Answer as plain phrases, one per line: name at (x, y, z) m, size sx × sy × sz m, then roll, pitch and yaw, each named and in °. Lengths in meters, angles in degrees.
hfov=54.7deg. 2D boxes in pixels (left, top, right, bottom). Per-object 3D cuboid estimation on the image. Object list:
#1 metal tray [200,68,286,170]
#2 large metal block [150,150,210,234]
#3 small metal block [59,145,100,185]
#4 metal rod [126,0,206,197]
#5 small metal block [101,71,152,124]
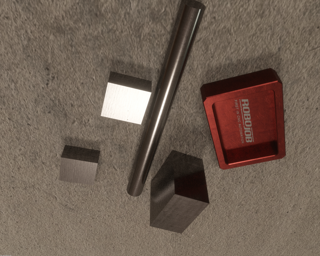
metal tray at (0.110, -0.006, 0.400) m, size 0.090 × 0.030 × 0.129 m, roll -13°, pitch 129°, yaw 10°
large metal block at (0.025, 0.093, 0.451) m, size 0.050 × 0.080 × 0.079 m, roll 19°, pitch 127°, yaw -16°
small metal block at (-0.117, 0.055, 0.452) m, size 0.050 × 0.025 × 0.050 m, roll 11°, pitch 129°, yaw -10°
metal rod at (-0.004, -0.012, 0.397) m, size 0.025 × 0.025 × 0.298 m, roll 11°, pitch 129°, yaw -10°
small metal block at (-0.041, -0.036, 0.376) m, size 0.050 × 0.025 × 0.050 m, roll 12°, pitch 129°, yaw -11°
